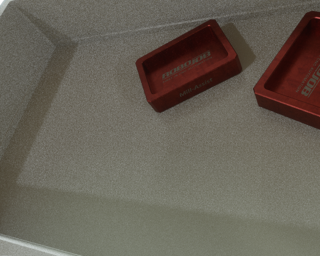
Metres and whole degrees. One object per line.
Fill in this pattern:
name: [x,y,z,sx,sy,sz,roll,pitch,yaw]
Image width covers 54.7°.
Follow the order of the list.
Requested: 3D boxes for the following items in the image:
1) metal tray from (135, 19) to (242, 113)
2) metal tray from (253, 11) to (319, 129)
metal tray: [0.036,-0.088,0.436,0.130,0.030,0.090,-26,53,11]
metal tray: [0.179,-0.069,0.350,0.090,0.030,0.130,29,77,37]
